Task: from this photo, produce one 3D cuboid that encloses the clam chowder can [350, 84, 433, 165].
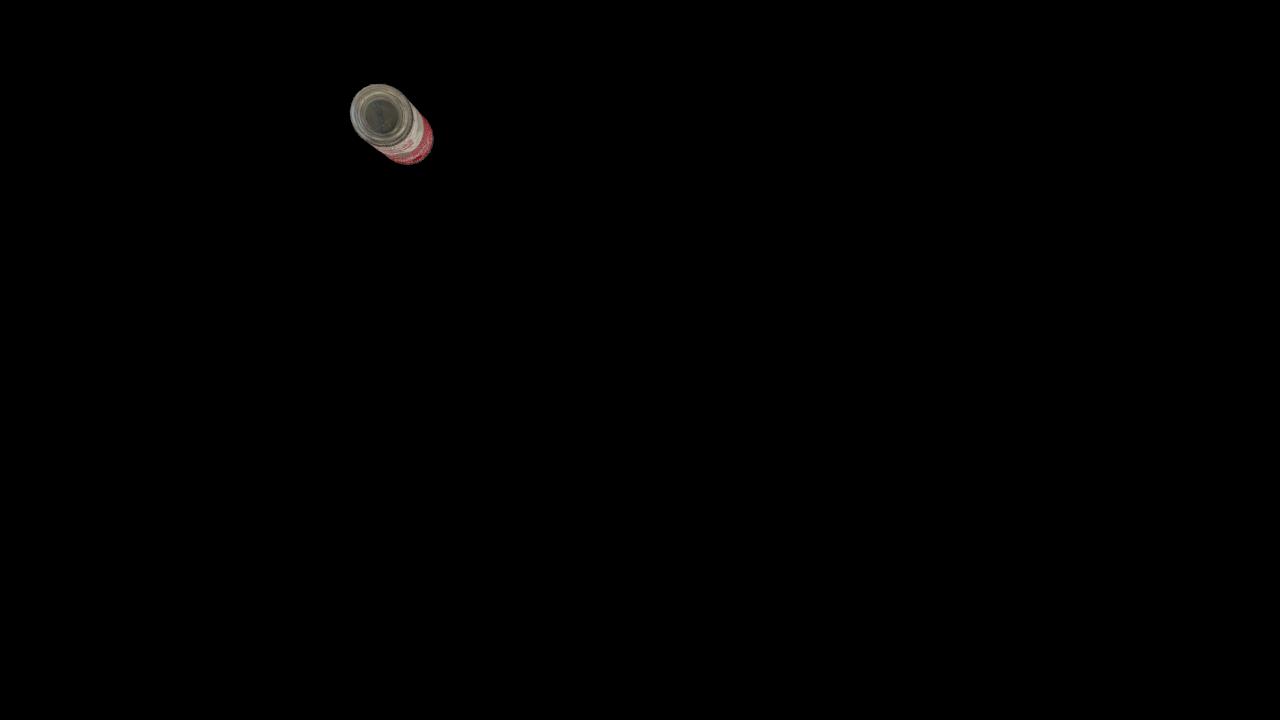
[{"bbox_3d":[-0.284,-0.270,0.710,0.068,0.068,0.102,0,6,-6],"label":"clam chowder can"}]
